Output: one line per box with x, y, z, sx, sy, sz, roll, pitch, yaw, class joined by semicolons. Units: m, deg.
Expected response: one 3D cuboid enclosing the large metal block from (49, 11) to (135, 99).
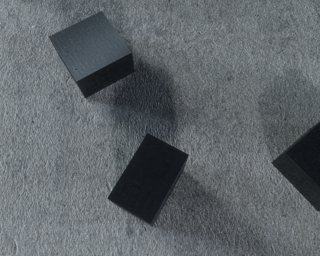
-0.093;-0.102;0.431;0.080;0.050;0.080;-31;73;-11;large metal block

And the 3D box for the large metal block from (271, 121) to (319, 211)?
0.202;0.043;0.381;0.080;0.050;0.080;-37;74;-13;large metal block

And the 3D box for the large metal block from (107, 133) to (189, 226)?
-0.011;0.063;0.356;0.050;0.080;0.080;28;72;10;large metal block
